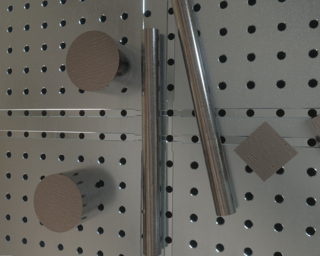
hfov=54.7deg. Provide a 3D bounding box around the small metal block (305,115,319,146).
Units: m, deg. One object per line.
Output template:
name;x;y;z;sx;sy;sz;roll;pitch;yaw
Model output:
small metal block;0.184;0.008;0.334;0.025;0.050;0.050;-29;81;18

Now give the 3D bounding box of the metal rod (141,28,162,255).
metal rod;-0.012;0.019;0.416;0.025;0.025;0.298;-1;90;20

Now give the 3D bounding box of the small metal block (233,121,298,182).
small metal block;0.125;0.027;0.368;0.050;0.025;0.050;-46;76;14

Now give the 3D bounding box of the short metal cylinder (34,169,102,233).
short metal cylinder;-0.131;0.103;0.446;0.080;0.050;0.080;0;90;20

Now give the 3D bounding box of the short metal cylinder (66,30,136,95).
short metal cylinder;-0.081;-0.088;0.428;0.080;0.050;0.080;0;90;20

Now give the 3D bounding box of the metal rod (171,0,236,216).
metal rod;0.052;-0.041;0.393;0.025;0.025;0.298;-13;86;19
